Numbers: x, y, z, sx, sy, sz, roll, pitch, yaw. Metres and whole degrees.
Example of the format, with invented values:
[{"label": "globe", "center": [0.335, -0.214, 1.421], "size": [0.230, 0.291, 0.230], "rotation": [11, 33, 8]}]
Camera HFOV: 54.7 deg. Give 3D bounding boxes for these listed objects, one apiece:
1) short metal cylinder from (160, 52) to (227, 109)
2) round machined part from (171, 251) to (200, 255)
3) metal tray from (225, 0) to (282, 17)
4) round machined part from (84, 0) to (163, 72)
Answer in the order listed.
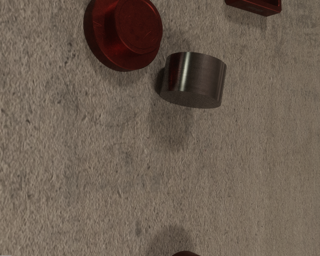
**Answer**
[{"label": "short metal cylinder", "center": [0.044, -0.060, 0.408], "size": [0.081, 0.080, 0.050], "rotation": [17, 79, -39]}, {"label": "round machined part", "center": [0.024, 0.215, 0.417], "size": [0.099, 0.042, 0.097], "rotation": [0, 90, -40]}, {"label": "metal tray", "center": [0.165, -0.253, 0.541], "size": [0.131, 0.030, 0.089], "rotation": [-5, 93, -40]}, {"label": "round machined part", "center": [-0.035, -0.118, 0.365], "size": [0.099, 0.042, 0.097], "rotation": [0, 90, -40]}]
